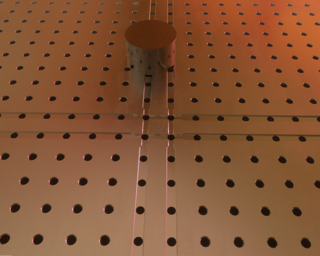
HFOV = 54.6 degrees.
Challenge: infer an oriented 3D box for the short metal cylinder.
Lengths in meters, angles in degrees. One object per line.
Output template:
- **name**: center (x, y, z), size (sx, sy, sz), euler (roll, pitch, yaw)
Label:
- **short metal cylinder**: center (-0.014, -0.131, 0.502), size (0.080, 0.050, 0.080), euler (0, 50, 0)
